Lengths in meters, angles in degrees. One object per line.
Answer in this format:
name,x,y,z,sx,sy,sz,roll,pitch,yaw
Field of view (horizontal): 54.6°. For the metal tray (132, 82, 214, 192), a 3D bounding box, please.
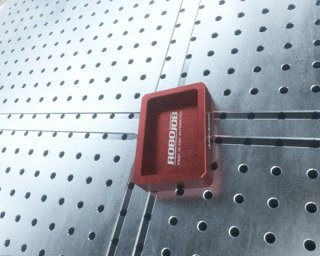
metal tray,0.018,0.010,0.390,0.090,0.030,0.130,-10,57,23
